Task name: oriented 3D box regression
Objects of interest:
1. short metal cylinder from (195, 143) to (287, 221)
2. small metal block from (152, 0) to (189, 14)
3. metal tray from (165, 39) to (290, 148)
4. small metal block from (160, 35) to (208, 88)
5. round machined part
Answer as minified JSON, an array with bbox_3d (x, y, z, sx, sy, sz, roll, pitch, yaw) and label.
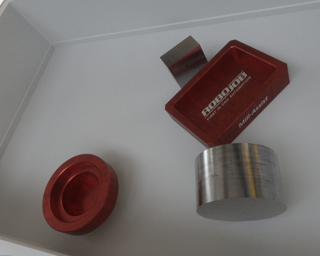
[{"bbox_3d":[0.075,0.055,0.297,0.080,0.080,0.050,-12,57,21],"label":"short metal cylinder"},{"bbox_3d":[0.014,-0.221,0.519,0.050,0.050,0.025,6,65,30],"label":"small metal block"},{"bbox_3d":[0.081,-0.042,0.384,0.130,0.030,0.090,-45,51,-4],"label":"metal tray"},{"bbox_3d":[0.036,-0.089,0.425,0.050,0.050,0.025,-36,52,4],"label":"small metal block"},{"bbox_3d":[-0.094,0.085,0.390,0.098,0.042,0.098,-13,56,20],"label":"round machined part"}]
